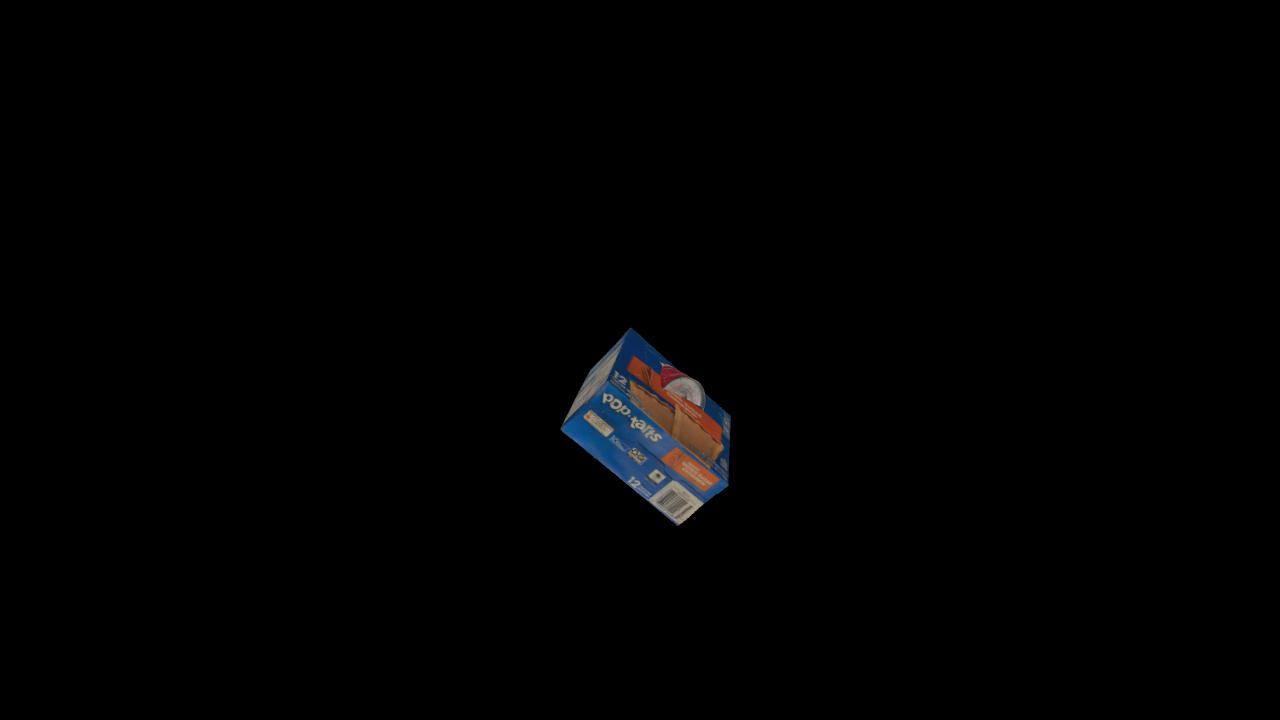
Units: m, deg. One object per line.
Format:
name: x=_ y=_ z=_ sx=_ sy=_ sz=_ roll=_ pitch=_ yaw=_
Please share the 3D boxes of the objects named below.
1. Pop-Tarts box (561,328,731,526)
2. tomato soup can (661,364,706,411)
Pop-Tarts box: x=0.015 y=0.069 z=0.681 sx=0.083 sy=0.167 sz=0.141 roll=-43 pitch=11 yaw=24
tomato soup can: x=0.020 y=0.035 z=0.711 sx=0.068 sy=0.068 sz=0.101 roll=0 pitch=18 yaw=-31
